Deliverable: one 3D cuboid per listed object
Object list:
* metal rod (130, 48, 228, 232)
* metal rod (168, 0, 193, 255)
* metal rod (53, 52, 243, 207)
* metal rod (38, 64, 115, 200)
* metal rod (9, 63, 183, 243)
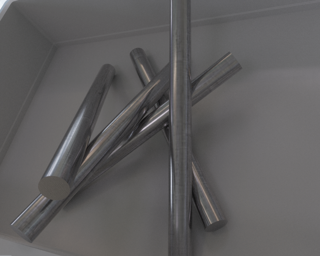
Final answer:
[{"bbox_3d":[0.010,-0.009,0.406,0.025,0.025,0.300,-30,52,9],"label":"metal rod"},{"bbox_3d":[0.022,-0.012,0.341,0.025,0.025,0.299,-4,78,26],"label":"metal rod"},{"bbox_3d":[-0.030,0.010,0.388,0.300,0.025,0.025,-37,51,13],"label":"metal rod"},{"bbox_3d":[-0.085,-0.023,0.380,0.025,0.025,0.300,-25,26,13],"label":"metal rod"},{"bbox_3d":[-0.045,-0.002,0.359,0.025,0.025,0.301,10,44,32],"label":"metal rod"}]
